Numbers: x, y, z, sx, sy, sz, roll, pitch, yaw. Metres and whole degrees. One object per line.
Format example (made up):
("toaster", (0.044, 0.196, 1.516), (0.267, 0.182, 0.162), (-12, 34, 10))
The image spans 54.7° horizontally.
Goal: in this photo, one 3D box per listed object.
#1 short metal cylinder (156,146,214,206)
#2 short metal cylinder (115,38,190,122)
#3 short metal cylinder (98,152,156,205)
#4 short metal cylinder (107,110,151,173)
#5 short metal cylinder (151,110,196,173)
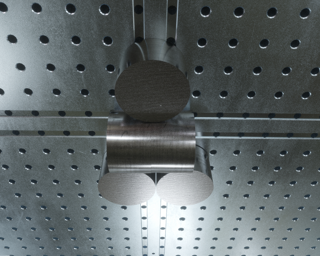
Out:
("short metal cylinder", (0.035, 0.069, 0.453), (0.081, 0.050, 0.079), (0, 130, 0))
("short metal cylinder", (-0.008, -0.053, 0.350), (0.081, 0.050, 0.079), (0, 130, 0))
("short metal cylinder", (-0.046, 0.068, 0.452), (0.081, 0.050, 0.079), (0, 130, 0))
("short metal cylinder", (-0.036, 0.017, 0.390), (0.050, 0.080, 0.079), (0, 130, -1))
("short metal cylinder", (0.015, 0.017, 0.391), (0.050, 0.080, 0.079), (0, 130, -1))
